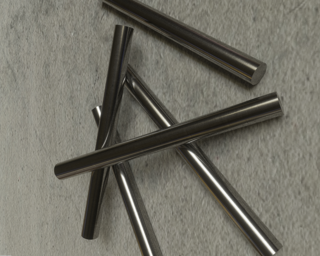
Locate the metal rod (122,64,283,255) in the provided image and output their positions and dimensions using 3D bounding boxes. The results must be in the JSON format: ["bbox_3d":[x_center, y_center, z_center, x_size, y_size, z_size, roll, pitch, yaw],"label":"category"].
[{"bbox_3d":[0.030,0.021,0.378,0.300,0.025,0.025,52,120,27],"label":"metal rod"}]

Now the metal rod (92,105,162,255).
[{"bbox_3d":[-0.039,0.103,0.434,0.025,0.025,0.299,-35,69,34],"label":"metal rod"}]

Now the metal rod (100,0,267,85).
[{"bbox_3d":[0.003,-0.135,0.400,0.300,0.025,0.025,39,114,32],"label":"metal rod"}]

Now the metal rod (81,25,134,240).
[{"bbox_3d":[-0.075,0.012,0.430,0.025,0.025,0.298,18,101,38],"label":"metal rod"}]

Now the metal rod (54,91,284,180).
[{"bbox_3d":[-0.010,0.018,0.370,0.300,0.025,0.025,-18,78,25],"label":"metal rod"}]
